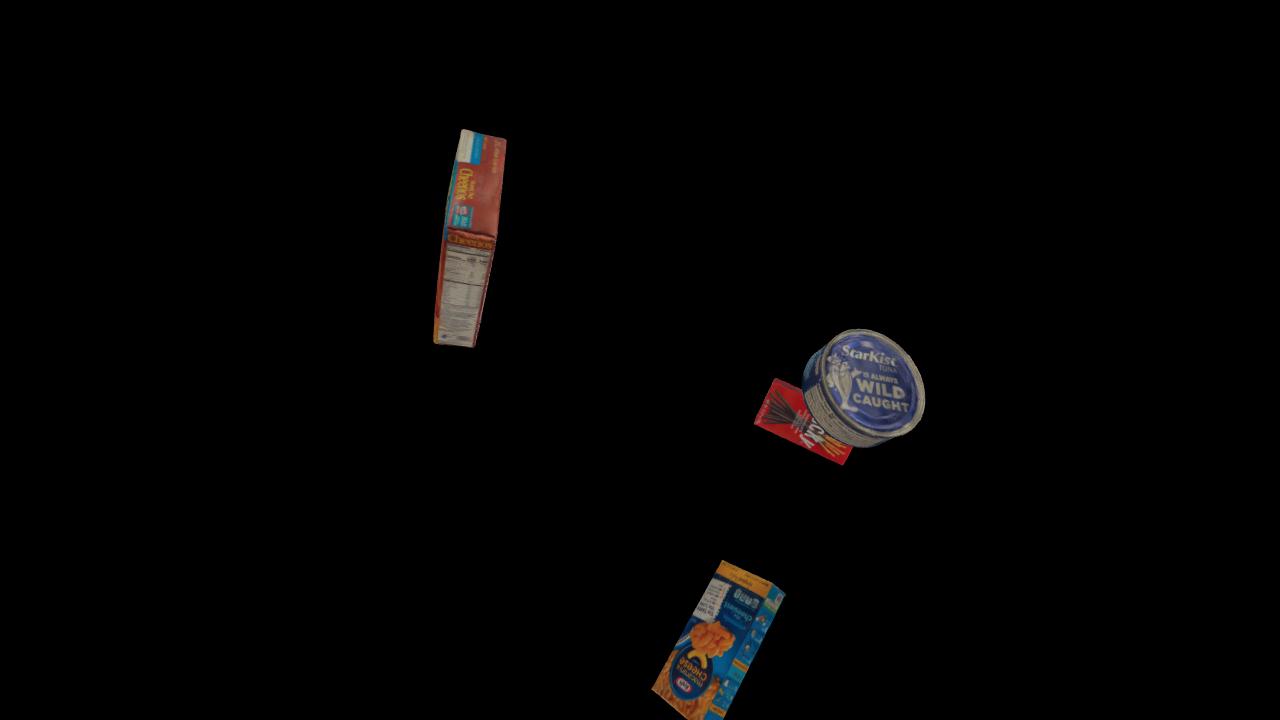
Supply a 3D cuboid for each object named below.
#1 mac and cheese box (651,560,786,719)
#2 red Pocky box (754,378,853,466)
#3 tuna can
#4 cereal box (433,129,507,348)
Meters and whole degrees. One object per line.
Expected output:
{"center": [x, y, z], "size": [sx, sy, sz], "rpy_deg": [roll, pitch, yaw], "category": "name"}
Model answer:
{"center": [0.098, 0.351, 0.766], "size": [0.041, 0.184, 0.093], "rpy_deg": [45, -22, -31], "category": "mac and cheese box"}
{"center": [0.268, 0.097, 0.974], "size": [0.155, 0.083, 0.028], "rpy_deg": [25, 22, 13], "category": "red Pocky box"}
{"center": [0.163, 0.021, 0.453], "size": [0.084, 0.084, 0.034], "rpy_deg": [0, -23, -17], "category": "tuna can"}
{"center": [-0.279, -0.183, 0.995], "size": [0.081, 0.203, 0.306], "rpy_deg": [7, -32, -17], "category": "cereal box"}
